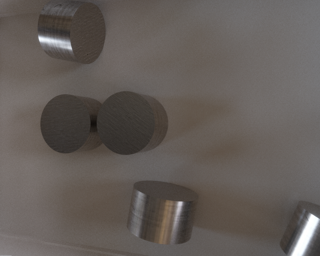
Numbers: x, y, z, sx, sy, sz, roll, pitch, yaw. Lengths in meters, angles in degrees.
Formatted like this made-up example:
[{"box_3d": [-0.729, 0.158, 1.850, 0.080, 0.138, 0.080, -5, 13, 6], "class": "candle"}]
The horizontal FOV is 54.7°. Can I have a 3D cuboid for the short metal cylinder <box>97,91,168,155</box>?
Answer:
[{"box_3d": [-0.035, -0.006, 0.410, 0.080, 0.050, 0.080, 0, 90, 20], "class": "short metal cylinder"}]

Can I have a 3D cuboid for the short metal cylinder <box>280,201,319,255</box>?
[{"box_3d": [0.174, 0.118, 0.320, 0.080, 0.080, 0.050, 24, 98, 18], "class": "short metal cylinder"}]

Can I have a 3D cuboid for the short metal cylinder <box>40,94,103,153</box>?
[{"box_3d": [-0.119, -0.006, 0.439, 0.080, 0.050, 0.080, 0, 90, 20], "class": "short metal cylinder"}]

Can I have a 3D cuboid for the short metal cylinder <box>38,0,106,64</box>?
[{"box_3d": [-0.118, -0.131, 0.423, 0.050, 0.080, 0.080, 14, 95, 19], "class": "short metal cylinder"}]

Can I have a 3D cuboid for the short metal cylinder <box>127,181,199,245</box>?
[{"box_3d": [0.003, 0.100, 0.380, 0.080, 0.080, 0.050, 11, 94, 19], "class": "short metal cylinder"}]
